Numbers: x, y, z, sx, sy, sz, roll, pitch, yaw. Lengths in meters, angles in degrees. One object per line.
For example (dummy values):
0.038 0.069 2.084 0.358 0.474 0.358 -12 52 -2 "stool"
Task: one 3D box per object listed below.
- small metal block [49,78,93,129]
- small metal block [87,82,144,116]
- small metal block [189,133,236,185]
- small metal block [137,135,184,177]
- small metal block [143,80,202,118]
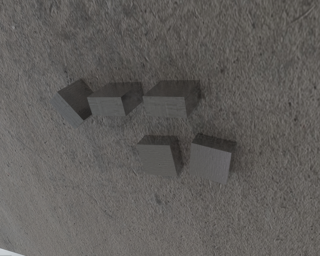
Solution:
-0.114 -0.034 0.429 0.050 0.050 0.025 49 129 -6 "small metal block"
-0.055 -0.038 0.396 0.050 0.050 0.025 3 120 27 "small metal block"
0.067 0.039 0.396 0.050 0.025 0.050 14 124 20 "small metal block"
0.001 0.038 0.430 0.050 0.025 0.050 0 119 28 "small metal block"
0.015 -0.035 0.361 0.050 0.050 0.025 4 120 26 "small metal block"
